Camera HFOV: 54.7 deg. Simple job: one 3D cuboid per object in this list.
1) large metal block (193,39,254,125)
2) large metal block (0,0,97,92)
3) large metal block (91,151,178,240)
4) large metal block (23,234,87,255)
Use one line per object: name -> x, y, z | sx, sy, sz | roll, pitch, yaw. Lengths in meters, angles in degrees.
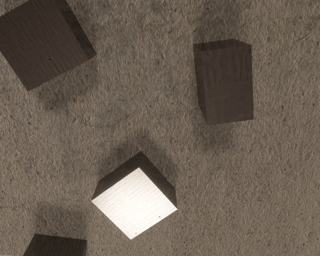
large metal block -> 0.071, -0.057, 0.361 | 0.050, 0.080, 0.079 | -7, 110, 2
large metal block -> -0.133, -0.100, 0.358 | 0.080, 0.050, 0.080 | -25, 109, 8
large metal block -> -0.033, 0.093, 0.430 | 0.080, 0.050, 0.080 | -36, 107, 12
large metal block -> -0.158, 0.207, 0.455 | 0.081, 0.080, 0.050 | 9, 110, -4
